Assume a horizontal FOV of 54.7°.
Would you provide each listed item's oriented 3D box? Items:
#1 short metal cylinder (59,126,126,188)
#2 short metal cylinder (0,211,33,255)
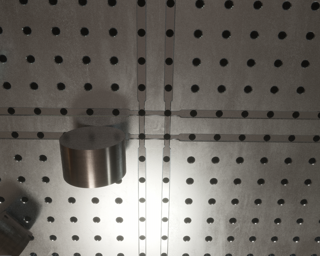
[{"bbox_3d":[-0.084,0.034,0.396,0.081,0.080,0.050,0,110,-1],"label":"short metal cylinder"},{"bbox_3d":[-0.232,0.167,0.442,0.080,0.080,0.050,-38,106,12],"label":"short metal cylinder"}]
